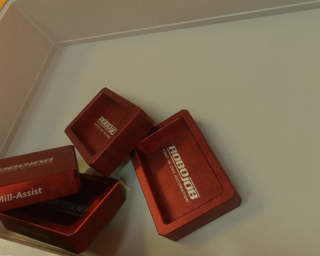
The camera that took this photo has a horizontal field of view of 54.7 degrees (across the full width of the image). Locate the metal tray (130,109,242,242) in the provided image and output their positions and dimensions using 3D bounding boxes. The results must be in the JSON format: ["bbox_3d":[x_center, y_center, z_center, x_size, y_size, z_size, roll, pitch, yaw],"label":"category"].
[{"bbox_3d":[0.022,0.050,0.360,0.090,0.030,0.130,-32,52,7],"label":"metal tray"}]

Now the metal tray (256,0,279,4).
[{"bbox_3d":[0.189,-0.249,0.458,0.090,0.030,0.130,-4,60,26],"label":"metal tray"}]

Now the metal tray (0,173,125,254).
[{"bbox_3d":[-0.121,0.094,0.381,0.130,0.030,0.090,4,33,30],"label":"metal tray"}]

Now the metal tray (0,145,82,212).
[{"bbox_3d":[-0.166,0.061,0.374,0.131,0.030,0.090,-12,19,-15],"label":"metal tray"}]

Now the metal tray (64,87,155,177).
[{"bbox_3d":[-0.073,-0.001,0.418,0.090,0.030,0.130,-48,35,-6],"label":"metal tray"}]
